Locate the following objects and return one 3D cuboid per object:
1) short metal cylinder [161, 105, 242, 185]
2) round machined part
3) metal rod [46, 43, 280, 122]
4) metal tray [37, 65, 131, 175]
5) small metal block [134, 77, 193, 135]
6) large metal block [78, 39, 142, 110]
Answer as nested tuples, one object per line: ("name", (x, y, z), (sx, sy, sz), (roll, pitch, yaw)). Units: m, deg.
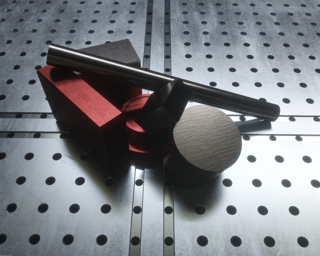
("short metal cylinder", (0.047, 0.020, 0.360), (0.081, 0.050, 0.080), (7, 62, -13))
("round machined part", (-0.016, -0.007, 0.406), (0.099, 0.042, 0.098), (0, 50, 0))
("metal rod", (0.017, -0.052, 0.390), (0.302, 0.025, 0.025), (13, 48, -15))
("metal tray", (-0.091, -0.013, 0.374), (0.030, 0.089, 0.130), (-36, 59, -26))
("small metal block", (0.004, -0.024, 0.355), (0.025, 0.050, 0.050), (44, 49, -20))
("large metal block", (-0.071, -0.067, 0.425), (0.081, 0.080, 0.050), (-17, 52, -14))
